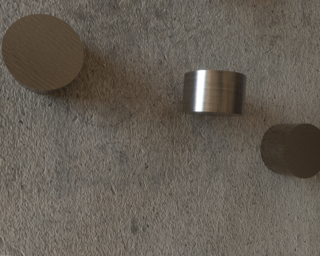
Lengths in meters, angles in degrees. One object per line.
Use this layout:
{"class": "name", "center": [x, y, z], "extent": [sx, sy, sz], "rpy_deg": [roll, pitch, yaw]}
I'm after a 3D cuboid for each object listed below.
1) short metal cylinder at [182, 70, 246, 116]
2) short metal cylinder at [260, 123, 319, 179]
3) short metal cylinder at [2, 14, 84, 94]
{"class": "short metal cylinder", "center": [0.070, -0.043, 0.405], "extent": [0.081, 0.080, 0.050], "rpy_deg": [4, 89, -20]}
{"class": "short metal cylinder", "center": [0.202, 0.033, 0.470], "extent": [0.081, 0.050, 0.080], "rpy_deg": [0, 90, -20]}
{"class": "short metal cylinder", "center": [-0.130, -0.080, 0.348], "extent": [0.081, 0.050, 0.080], "rpy_deg": [0, 90, -20]}
